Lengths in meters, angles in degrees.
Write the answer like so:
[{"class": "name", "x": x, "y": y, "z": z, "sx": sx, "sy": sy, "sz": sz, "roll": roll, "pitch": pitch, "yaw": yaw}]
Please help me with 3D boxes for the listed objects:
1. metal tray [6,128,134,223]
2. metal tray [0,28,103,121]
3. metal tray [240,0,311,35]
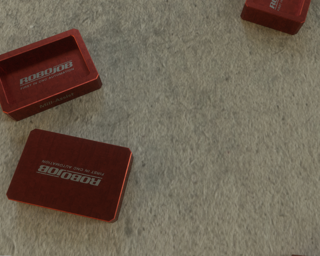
[{"class": "metal tray", "x": -0.107, "y": 0.058, "z": 0.383, "sx": 0.131, "sy": 0.030, "sz": 0.090, "roll": 12, "pitch": 70, "yaw": 4}, {"class": "metal tray", "x": -0.158, "y": -0.075, "z": 0.430, "sx": 0.131, "sy": 0.030, "sz": 0.090, "roll": -23, "pitch": 72, "yaw": -9}, {"class": "metal tray", "x": 0.190, "y": -0.217, "z": 0.487, "sx": 0.090, "sy": 0.030, "sz": 0.130, "roll": 20, "pitch": 71, "yaw": 7}]
